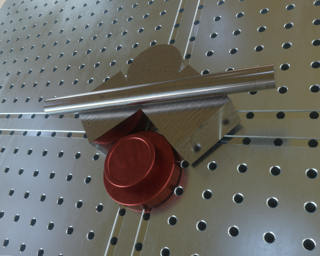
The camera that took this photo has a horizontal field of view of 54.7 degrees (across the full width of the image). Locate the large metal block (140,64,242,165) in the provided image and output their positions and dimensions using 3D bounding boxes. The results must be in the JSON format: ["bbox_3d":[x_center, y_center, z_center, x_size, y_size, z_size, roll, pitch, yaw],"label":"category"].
[{"bbox_3d":[0.036,-0.017,0.375,0.080,0.050,0.080,-41,51,1],"label":"large metal block"}]

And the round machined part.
[{"bbox_3d":[-0.028,0.046,0.379,0.098,0.042,0.098,-13,56,21],"label":"round machined part"}]

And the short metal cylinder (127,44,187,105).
[{"bbox_3d":[0.002,-0.068,0.428,0.080,0.050,0.080,-13,56,21],"label":"short metal cylinder"}]

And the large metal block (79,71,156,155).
[{"bbox_3d":[-0.062,-0.019,0.431,0.080,0.050,0.080,-34,53,5],"label":"large metal block"}]

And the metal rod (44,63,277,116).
[{"bbox_3d":[-0.020,-0.040,0.372,0.300,0.025,0.025,-5,60,26],"label":"metal rod"}]
